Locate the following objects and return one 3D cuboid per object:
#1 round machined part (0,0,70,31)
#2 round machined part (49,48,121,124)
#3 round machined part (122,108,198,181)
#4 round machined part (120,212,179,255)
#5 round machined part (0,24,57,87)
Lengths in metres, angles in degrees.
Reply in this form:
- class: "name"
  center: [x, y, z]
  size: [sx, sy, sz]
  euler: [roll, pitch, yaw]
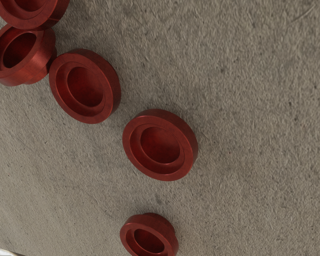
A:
- class: "round machined part"
  center: [-0.144, -0.163, 0.359]
  size: [0.098, 0.042, 0.097]
  euler: [4, 103, 19]
- class: "round machined part"
  center: [-0.093, -0.058, 0.409]
  size: [0.098, 0.042, 0.097]
  euler: [13, 124, 21]
- class: "round machined part"
  center: [0.004, 0.018, 0.405]
  size: [0.098, 0.042, 0.097]
  euler: [13, 124, 21]
- class: "round machined part"
  center: [-0.014, 0.180, 0.515]
  size: [0.098, 0.042, 0.097]
  euler: [13, 124, 21]
- class: "round machined part"
  center: [-0.176, -0.096, 0.406]
  size: [0.098, 0.098, 0.042]
  euler: [4, 158, 26]
